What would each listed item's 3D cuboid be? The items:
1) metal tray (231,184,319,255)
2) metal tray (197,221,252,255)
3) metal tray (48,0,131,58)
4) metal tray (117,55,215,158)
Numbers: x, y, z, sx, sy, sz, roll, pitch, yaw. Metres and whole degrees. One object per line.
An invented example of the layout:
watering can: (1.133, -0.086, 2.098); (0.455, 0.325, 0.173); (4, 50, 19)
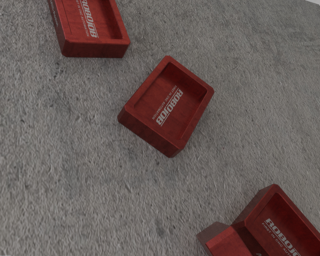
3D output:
metal tray: (0.162, 0.149, 0.396); (0.091, 0.030, 0.130); (-34, 81, -38)
metal tray: (0.089, 0.160, 0.309); (0.030, 0.090, 0.130); (-32, 78, -7)
metal tray: (-0.104, -0.161, 0.441); (0.091, 0.030, 0.130); (-7, 65, -31)
metal tray: (0.013, -0.034, 0.427); (0.090, 0.030, 0.130); (36, 51, -4)
